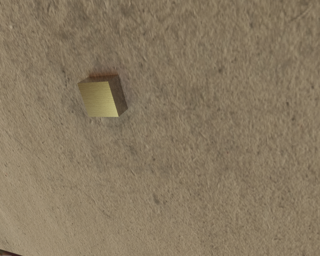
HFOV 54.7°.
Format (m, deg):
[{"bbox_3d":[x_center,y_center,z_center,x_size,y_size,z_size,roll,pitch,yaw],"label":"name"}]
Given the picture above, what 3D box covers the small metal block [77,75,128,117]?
[{"bbox_3d":[-0.077,-0.043,0.419,0.050,0.025,0.050,1,119,27],"label":"small metal block"}]
